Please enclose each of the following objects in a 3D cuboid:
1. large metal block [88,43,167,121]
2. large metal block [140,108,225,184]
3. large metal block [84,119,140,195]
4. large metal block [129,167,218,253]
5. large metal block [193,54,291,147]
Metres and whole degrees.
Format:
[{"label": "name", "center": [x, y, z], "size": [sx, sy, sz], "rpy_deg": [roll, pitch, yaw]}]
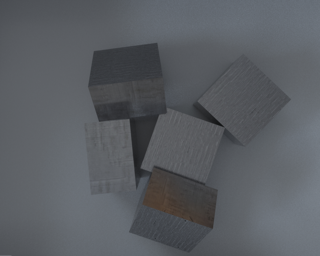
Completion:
[{"label": "large metal block", "center": [-0.037, -0.057, 0.376], "size": [0.081, 0.080, 0.050], "rpy_deg": [-7, 132, 0]}, {"label": "large metal block", "center": [0.028, 0.024, 0.399], "size": [0.080, 0.050, 0.080], "rpy_deg": [19, 90, -1]}, {"label": "large metal block", "center": [-0.055, 0.032, 0.382], "size": [0.050, 0.080, 0.079], "rpy_deg": [-6, 90, 0]}, {"label": "large metal block", "center": [0.015, 0.102, 0.376], "size": [0.080, 0.079, 0.050], "rpy_deg": [20, 48, -2]}, {"label": "large metal block", "center": [0.102, -0.034, 0.399], "size": [0.080, 0.050, 0.080], "rpy_deg": [44, 90, -1]}]
